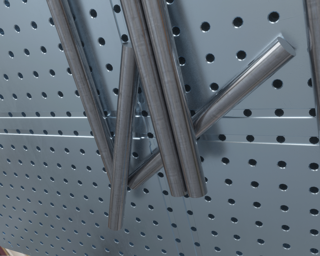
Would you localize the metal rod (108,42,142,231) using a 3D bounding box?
[{"bbox_3d":[-0.053,0.031,0.440,0.025,0.025,0.298,19,120,17],"label":"metal rod"}]

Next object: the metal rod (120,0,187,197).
[{"bbox_3d":[-0.009,-0.054,0.362,0.025,0.025,0.298,-4,110,30],"label":"metal rod"}]

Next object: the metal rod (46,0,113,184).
[{"bbox_3d":[-0.097,-0.033,0.442,0.025,0.025,0.298,1,119,28],"label":"metal rod"}]

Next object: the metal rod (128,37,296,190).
[{"bbox_3d":[0.040,0.003,0.392,0.025,0.025,0.299,43,129,-2],"label":"metal rod"}]

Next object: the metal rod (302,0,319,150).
[{"bbox_3d":[0.167,-0.026,0.306,0.025,0.025,0.299,-5,116,30],"label":"metal rod"}]

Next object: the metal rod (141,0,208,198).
[{"bbox_3d":[0.013,-0.057,0.347,0.025,0.025,0.298,-4,110,30],"label":"metal rod"}]
